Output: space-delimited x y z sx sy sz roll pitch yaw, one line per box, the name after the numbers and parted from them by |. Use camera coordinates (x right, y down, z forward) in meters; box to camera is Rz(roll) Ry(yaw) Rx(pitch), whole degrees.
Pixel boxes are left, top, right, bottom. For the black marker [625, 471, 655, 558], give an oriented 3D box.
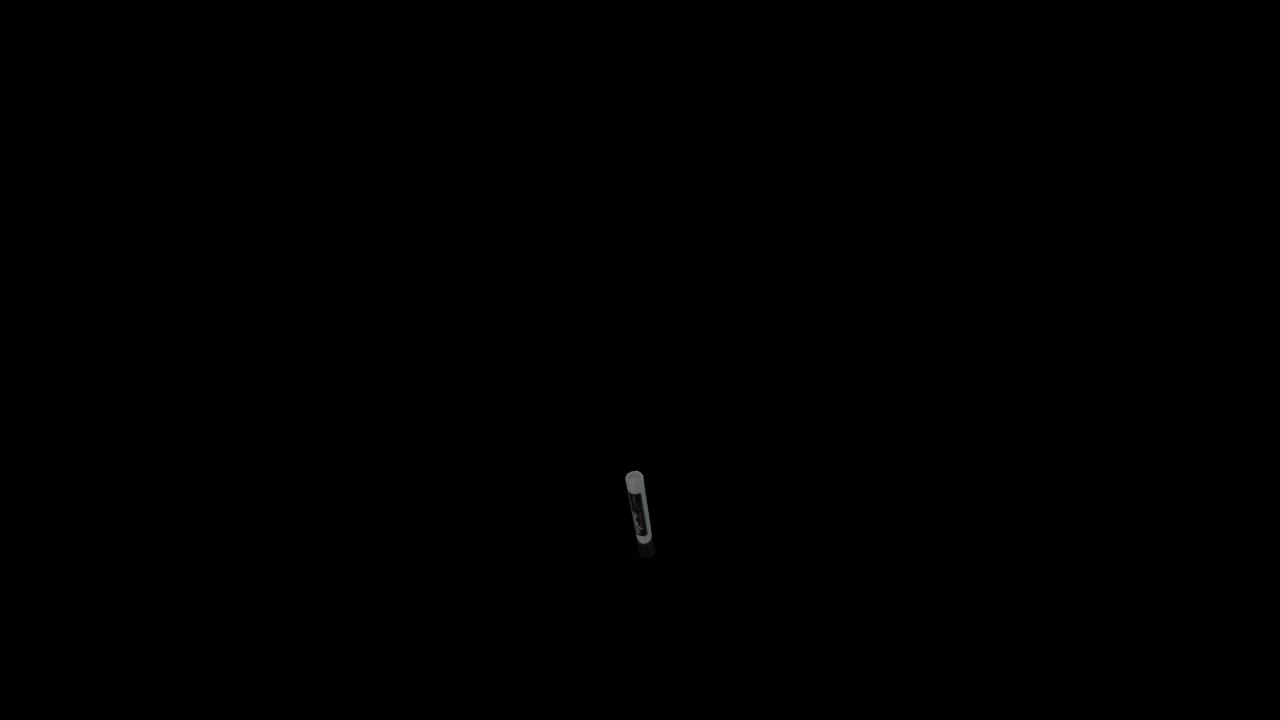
0.001 0.169 0.656 0.020 0.121 0.020 -6 33 4 | black marker
